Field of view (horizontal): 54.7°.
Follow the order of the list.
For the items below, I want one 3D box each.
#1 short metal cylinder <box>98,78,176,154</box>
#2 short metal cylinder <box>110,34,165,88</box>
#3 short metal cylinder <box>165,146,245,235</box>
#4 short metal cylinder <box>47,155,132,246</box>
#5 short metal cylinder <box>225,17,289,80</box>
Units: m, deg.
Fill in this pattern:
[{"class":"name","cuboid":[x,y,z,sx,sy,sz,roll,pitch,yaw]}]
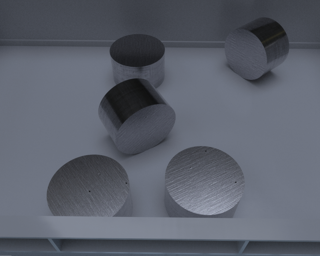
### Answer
[{"class":"short metal cylinder","cuboid":[-0.028,-0.014,0.381,0.081,0.080,0.050,-24,54,-19]},{"class":"short metal cylinder","cuboid":[-0.033,-0.099,0.471,0.080,0.050,0.080,0,50,0]},{"class":"short metal cylinder","cuboid":[0.045,0.066,0.333,0.080,0.050,0.080,0,50,0]},{"class":"short metal cylinder","cuboid":[-0.071,0.075,0.325,0.080,0.050,0.080,0,50,0]},{"class":"short metal cylinder","cuboid":[0.146,-0.120,0.471,0.050,0.080,0.080,-31,57,-23]}]
